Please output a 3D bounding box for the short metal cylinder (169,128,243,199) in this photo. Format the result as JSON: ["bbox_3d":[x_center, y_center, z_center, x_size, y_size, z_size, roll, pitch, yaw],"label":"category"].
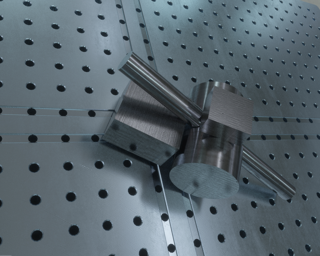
[{"bbox_3d":[0.056,0.044,0.372,0.080,0.080,0.050,27,53,-12],"label":"short metal cylinder"}]

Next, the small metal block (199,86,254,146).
[{"bbox_3d":[0.076,-0.014,0.352,0.050,0.025,0.050,21,54,-6],"label":"small metal block"}]

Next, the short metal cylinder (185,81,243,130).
[{"bbox_3d":[0.072,-0.016,0.418,0.080,0.080,0.050,25,53,-13],"label":"short metal cylinder"}]

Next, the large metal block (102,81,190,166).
[{"bbox_3d":[-0.014,-0.012,0.384,0.080,0.050,0.080,26,53,-12],"label":"large metal block"}]

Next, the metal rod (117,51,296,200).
[{"bbox_3d":[0.074,0.010,0.387,0.301,0.025,0.025,36,50,-24],"label":"metal rod"}]
